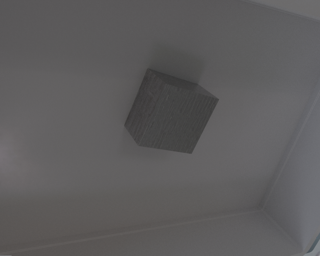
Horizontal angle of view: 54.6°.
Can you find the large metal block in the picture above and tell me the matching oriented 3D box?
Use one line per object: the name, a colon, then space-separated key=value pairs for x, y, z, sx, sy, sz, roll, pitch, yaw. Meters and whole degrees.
large metal block: x=0.013 y=-0.019 z=0.387 sx=0.081 sy=0.050 sz=0.080 roll=11 pitch=113 yaw=-33
